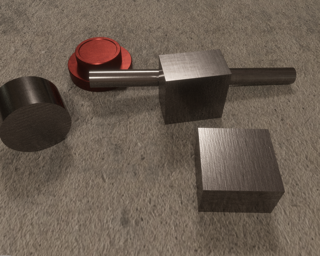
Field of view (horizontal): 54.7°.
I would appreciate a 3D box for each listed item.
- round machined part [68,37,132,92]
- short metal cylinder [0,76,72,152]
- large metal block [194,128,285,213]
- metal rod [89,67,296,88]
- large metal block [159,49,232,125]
[{"bbox_3d":[-0.093,-0.104,0.479,0.099,0.042,0.098,0,50,0],"label":"round machined part"},{"bbox_3d":[-0.156,-0.016,0.379,0.081,0.080,0.050,-22,54,-18],"label":"short metal cylinder"},{"bbox_3d":[0.083,0.047,0.349,0.081,0.050,0.080,1,50,0],"label":"large metal block"},{"bbox_3d":[0.052,-0.075,0.453,0.302,0.025,0.025,-2,50,-8],"label":"metal rod"},{"bbox_3d":[0.042,-0.053,0.413,0.081,0.080,0.050,-7,51,-7],"label":"large metal block"}]
